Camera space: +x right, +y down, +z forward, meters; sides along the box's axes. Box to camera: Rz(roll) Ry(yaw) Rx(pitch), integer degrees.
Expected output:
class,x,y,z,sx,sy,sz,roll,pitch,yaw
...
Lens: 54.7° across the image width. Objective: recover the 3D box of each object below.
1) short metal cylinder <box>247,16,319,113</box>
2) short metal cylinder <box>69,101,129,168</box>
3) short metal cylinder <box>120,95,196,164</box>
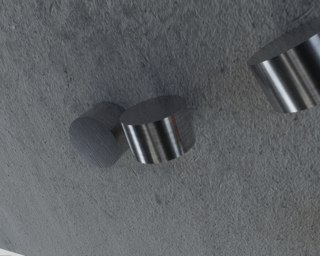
class,x,y,z,sx,sy,sz,roll,pitch,yaw
short metal cylinder,0.125,-0.056,0.271,0.080,0.080,0.050,-25,105,37
short metal cylinder,-0.079,0.009,0.438,0.080,0.050,0.079,13,124,21
short metal cylinder,-0.002,0.000,0.372,0.080,0.080,0.050,-3,117,29
